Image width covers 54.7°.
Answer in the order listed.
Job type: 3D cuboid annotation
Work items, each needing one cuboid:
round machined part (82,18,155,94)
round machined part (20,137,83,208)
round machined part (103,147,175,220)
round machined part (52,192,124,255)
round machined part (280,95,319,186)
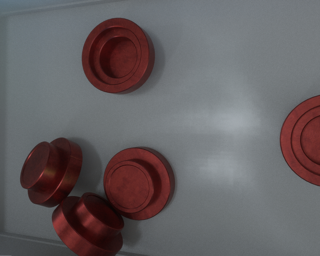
[{"bbox_3d":[-0.052,-0.094,0.420,0.098,0.042,0.097,0,90,20],"label":"round machined part"},{"bbox_3d":[-0.156,0.057,0.432,0.098,0.042,0.098,-24,50,32],"label":"round machined part"},{"bbox_3d":[-0.033,0.075,0.413,0.098,0.042,0.097,0,90,20],"label":"round machined part"},{"bbox_3d":[-0.086,0.122,0.403,0.098,0.098,0.042,41,95,15],"label":"round machined part"},{"bbox_3d":[0.183,0.013,0.337,0.098,0.042,0.097,0,90,20],"label":"round machined part"}]
